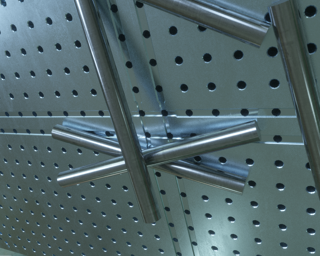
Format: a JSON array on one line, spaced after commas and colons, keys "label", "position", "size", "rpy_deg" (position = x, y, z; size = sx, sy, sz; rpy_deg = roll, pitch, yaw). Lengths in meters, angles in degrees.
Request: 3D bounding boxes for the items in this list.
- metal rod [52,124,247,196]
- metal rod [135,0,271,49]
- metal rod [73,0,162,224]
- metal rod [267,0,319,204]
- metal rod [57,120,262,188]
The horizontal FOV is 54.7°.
[{"label": "metal rod", "position": [-0.029, 0.041, 0.449], "size": [0.301, 0.025, 0.025], "rpy_deg": [14, 124, 19]}, {"label": "metal rod", "position": [-0.031, -0.153, 0.331], "size": [0.301, 0.025, 0.025], "rpy_deg": [26, 127, 11]}, {"label": "metal rod", "position": [-0.051, -0.023, 0.382], "size": [0.025, 0.025, 0.298], "rpy_deg": [-11, 101, 32]}, {"label": "metal rod", "position": [0.167, 0.014, 0.331], "size": [0.025, 0.025, 0.299], "rpy_deg": [-11, 113, 32]}, {"label": "metal rod", "position": [-0.019, 0.041, 0.416], "size": [0.300, 0.025, 0.025], "rpy_deg": [-16, 110, 25]}]
